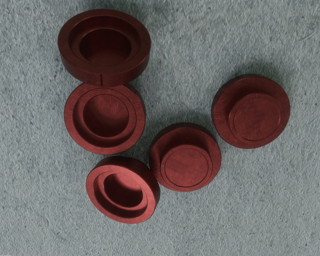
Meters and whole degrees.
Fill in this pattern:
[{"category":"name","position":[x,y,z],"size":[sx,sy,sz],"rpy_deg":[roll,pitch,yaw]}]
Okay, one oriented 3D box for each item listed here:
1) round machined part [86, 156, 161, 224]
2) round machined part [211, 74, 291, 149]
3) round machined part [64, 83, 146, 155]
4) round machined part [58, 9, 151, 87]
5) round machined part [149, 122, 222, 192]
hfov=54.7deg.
[{"category":"round machined part","position":[-0.046,0.078,0.419],"size":[0.098,0.042,0.097],"rpy_deg":[8,120,15]},{"category":"round machined part","position":[0.118,-0.017,0.395],"size":[0.099,0.042,0.097],"rpy_deg":[0,110,0]},{"category":"round machined part","position":[-0.067,-0.019,0.393],"size":[0.099,0.042,0.097],"rpy_deg":[0,110,0]},{"category":"round machined part","position":[-0.061,-0.085,0.350],"size":[0.099,0.098,0.042],"rpy_deg":[8,149,-3]},{"category":"round machined part","position":[0.034,0.045,0.417],"size":[0.099,0.042,0.097],"rpy_deg":[0,110,0]}]
